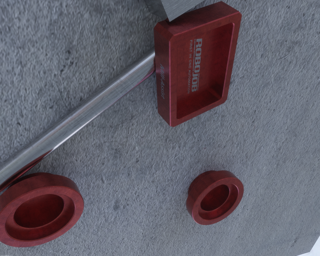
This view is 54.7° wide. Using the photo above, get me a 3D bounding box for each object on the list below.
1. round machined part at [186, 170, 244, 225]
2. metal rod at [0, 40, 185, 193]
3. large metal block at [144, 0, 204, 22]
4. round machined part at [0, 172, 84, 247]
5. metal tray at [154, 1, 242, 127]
[{"bbox_3d":[0.086,0.109,0.513,0.099,0.042,0.097,-14,125,-21],"label":"round machined part"},{"bbox_3d":[-0.092,-0.011,0.350,0.301,0.025,0.025,-38,130,-3],"label":"metal rod"},{"bbox_3d":[0.017,-0.164,0.300,0.080,0.050,0.080,-34,129,-6],"label":"large metal block"},{"bbox_3d":[-0.145,0.092,0.368,0.099,0.042,0.097,-20,134,-22],"label":"round machined part"},{"bbox_3d":[0.041,-0.069,0.360,0.091,0.030,0.129,-26,142,-20],"label":"metal tray"}]
